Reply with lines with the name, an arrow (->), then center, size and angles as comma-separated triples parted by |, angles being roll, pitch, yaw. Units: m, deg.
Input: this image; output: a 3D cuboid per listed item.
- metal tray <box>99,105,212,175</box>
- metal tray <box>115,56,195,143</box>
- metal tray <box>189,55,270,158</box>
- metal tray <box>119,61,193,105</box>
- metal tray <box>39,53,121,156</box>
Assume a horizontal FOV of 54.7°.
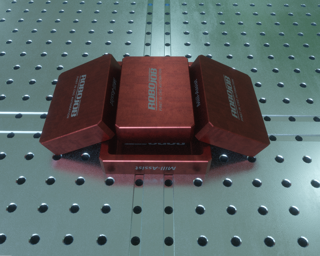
metal tray -> -0.005, 0.013, 0.394 | 0.131, 0.030, 0.090 | 0, 50, 0
metal tray -> -0.006, -0.041, 0.399 | 0.091, 0.030, 0.130 | 0, 50, -1
metal tray -> 0.087, -0.032, 0.407 | 0.091, 0.030, 0.130 | 18, 47, -21
metal tray -> -0.006, -0.057, 0.452 | 0.131, 0.030, 0.090 | 0, 50, 0
metal tray -> -0.100, -0.034, 0.408 | 0.090, 0.030, 0.130 | -17, 47, 19
